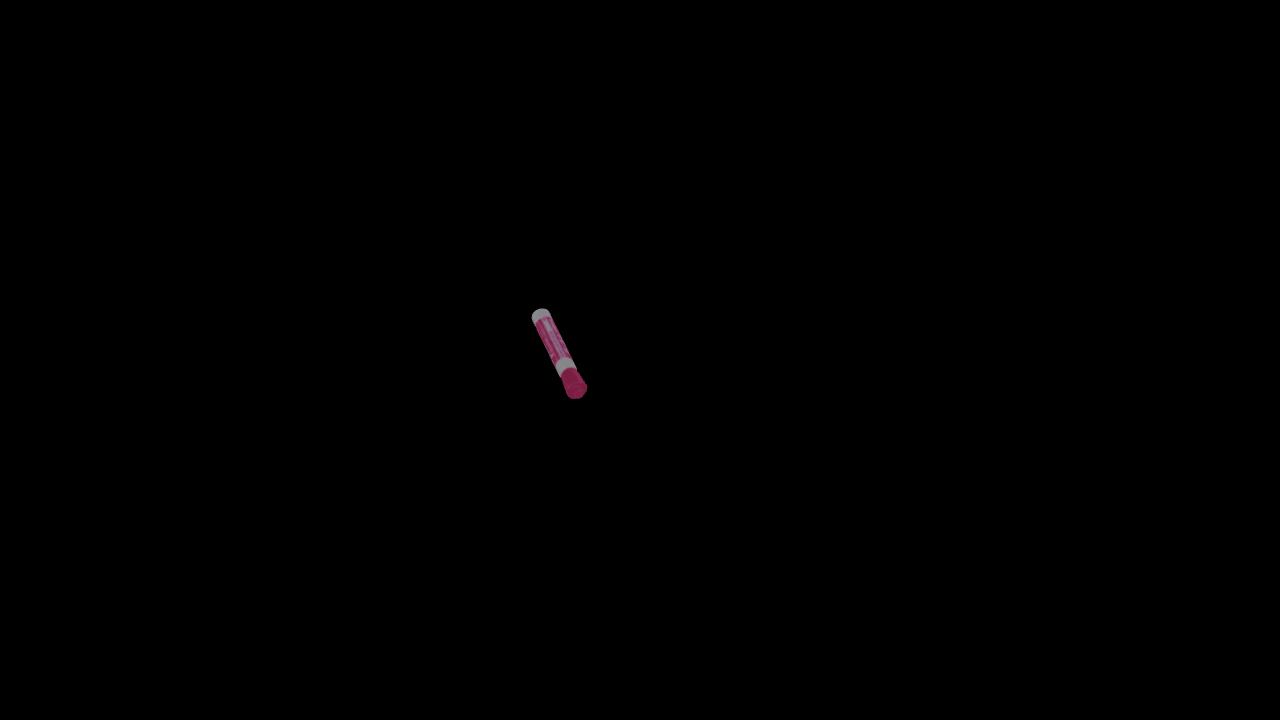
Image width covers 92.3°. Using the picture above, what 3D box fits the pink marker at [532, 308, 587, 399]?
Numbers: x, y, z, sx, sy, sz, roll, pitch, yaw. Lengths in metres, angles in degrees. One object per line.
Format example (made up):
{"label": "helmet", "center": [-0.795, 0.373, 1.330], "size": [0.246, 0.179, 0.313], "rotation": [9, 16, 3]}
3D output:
{"label": "pink marker", "center": [-0.074, -0.007, 0.563], "size": [0.020, 0.020, 0.121], "rotation": [0, 37, -29]}
